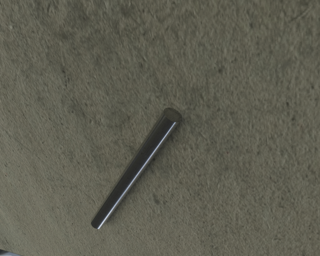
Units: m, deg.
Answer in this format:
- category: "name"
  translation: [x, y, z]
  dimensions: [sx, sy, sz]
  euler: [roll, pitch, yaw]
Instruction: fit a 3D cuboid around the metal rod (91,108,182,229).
- category: "metal rod"
  translation: [-0.050, 0.079, 0.480]
  dimensions: [0.025, 0.025, 0.298]
  euler: [37, 129, 3]
